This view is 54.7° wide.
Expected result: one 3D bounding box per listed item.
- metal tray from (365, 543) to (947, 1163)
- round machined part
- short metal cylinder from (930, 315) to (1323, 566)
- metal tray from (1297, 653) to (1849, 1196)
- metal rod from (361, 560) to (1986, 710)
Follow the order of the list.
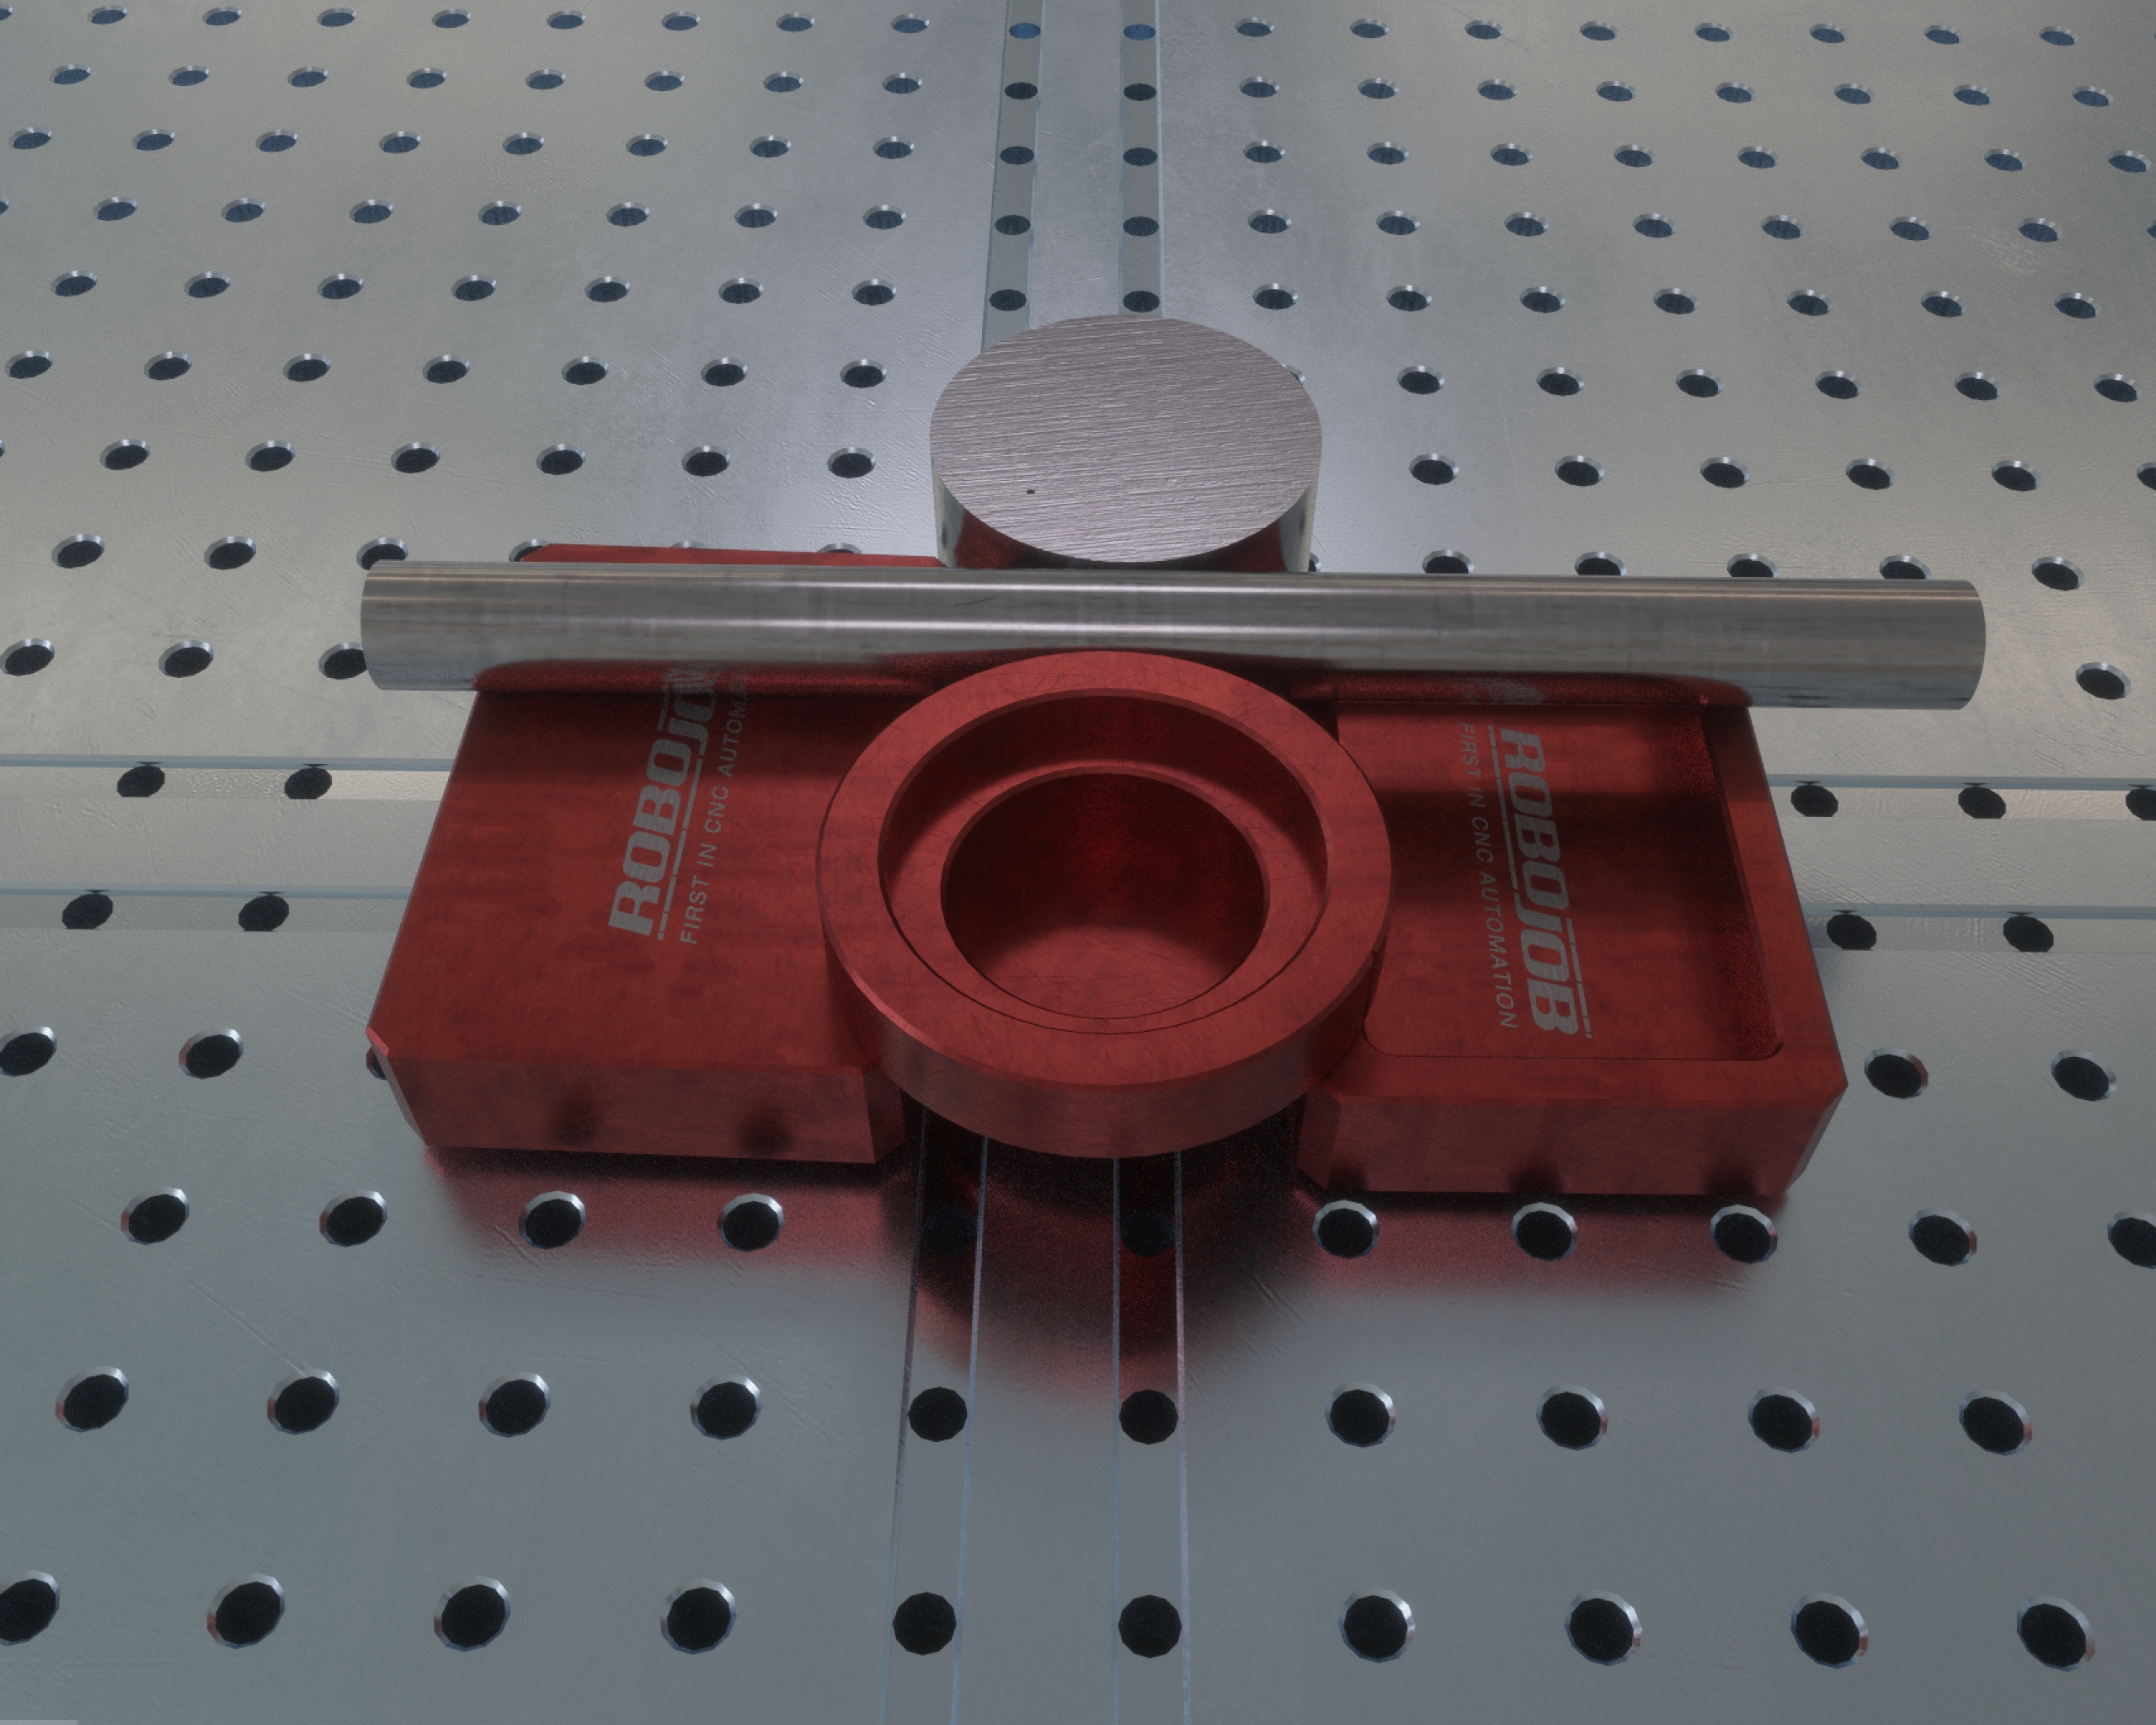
[{"bbox_3d":[-0.073,-0.007,0.403,0.091,0.030,0.130,2,50,2],"label":"metal tray"},{"bbox_3d":[0.005,0.011,0.370,0.099,0.042,0.098,0,50,0],"label":"round machined part"},{"bbox_3d":[0.010,-0.073,0.447,0.081,0.050,0.080,0,50,0],"label":"short metal cylinder"},{"bbox_3d":[0.085,0.000,0.400,0.091,0.030,0.130,1,50,0],"label":"metal tray"},{"bbox_3d":[0.018,-0.044,0.400,0.302,0.025,0.025,1,50,0],"label":"metal rod"}]
